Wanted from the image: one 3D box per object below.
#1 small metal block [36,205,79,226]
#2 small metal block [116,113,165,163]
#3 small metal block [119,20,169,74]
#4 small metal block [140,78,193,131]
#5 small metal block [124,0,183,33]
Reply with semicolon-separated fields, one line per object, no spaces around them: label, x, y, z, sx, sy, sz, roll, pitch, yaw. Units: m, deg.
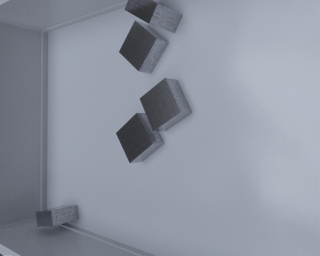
small metal block;-0.178;0.152;0.538;0.050;0.050;0.025;-15;81;39
small metal block;-0.028;0.014;0.430;0.050;0.025;0.050;-41;65;32
small metal block;-0.023;-0.111;0.426;0.050;0.025;0.050;47;118;29
small metal block;0.007;-0.029;0.401;0.050;0.025;0.050;-35;69;34
small metal block;-0.008;-0.148;0.397;0.050;0.050;0.025;40;114;33
